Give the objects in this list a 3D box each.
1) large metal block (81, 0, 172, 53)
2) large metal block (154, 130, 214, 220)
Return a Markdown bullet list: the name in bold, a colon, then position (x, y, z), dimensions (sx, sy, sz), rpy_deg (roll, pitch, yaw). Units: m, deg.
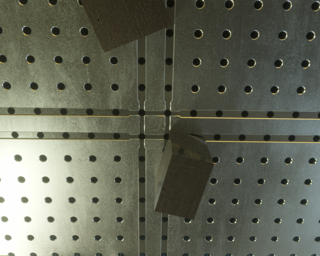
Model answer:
- **large metal block**: position (-0.039, -0.140, 0.348), dimensions (0.080, 0.050, 0.080), rpy_deg (-20, 109, 7)
- **large metal block**: position (0.028, 0.058, 0.406), dimensions (0.050, 0.080, 0.079), rpy_deg (14, 109, -6)
